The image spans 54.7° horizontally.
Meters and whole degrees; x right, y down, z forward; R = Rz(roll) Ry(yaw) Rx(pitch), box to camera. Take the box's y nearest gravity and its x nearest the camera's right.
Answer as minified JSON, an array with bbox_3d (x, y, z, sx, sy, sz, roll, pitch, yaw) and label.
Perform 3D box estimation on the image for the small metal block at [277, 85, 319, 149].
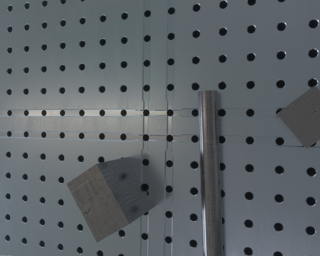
[{"bbox_3d":[0.170,-0.012,0.352,0.050,0.025,0.050,-40,78,15],"label":"small metal block"}]

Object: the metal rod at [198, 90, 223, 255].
[{"bbox_3d":[0.065,0.103,0.389,0.025,0.025,0.298,-2,89,20],"label":"metal rod"}]

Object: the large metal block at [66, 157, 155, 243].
[{"bbox_3d":[-0.061,0.089,0.405,0.050,0.080,0.080,-34,79,17],"label":"large metal block"}]
